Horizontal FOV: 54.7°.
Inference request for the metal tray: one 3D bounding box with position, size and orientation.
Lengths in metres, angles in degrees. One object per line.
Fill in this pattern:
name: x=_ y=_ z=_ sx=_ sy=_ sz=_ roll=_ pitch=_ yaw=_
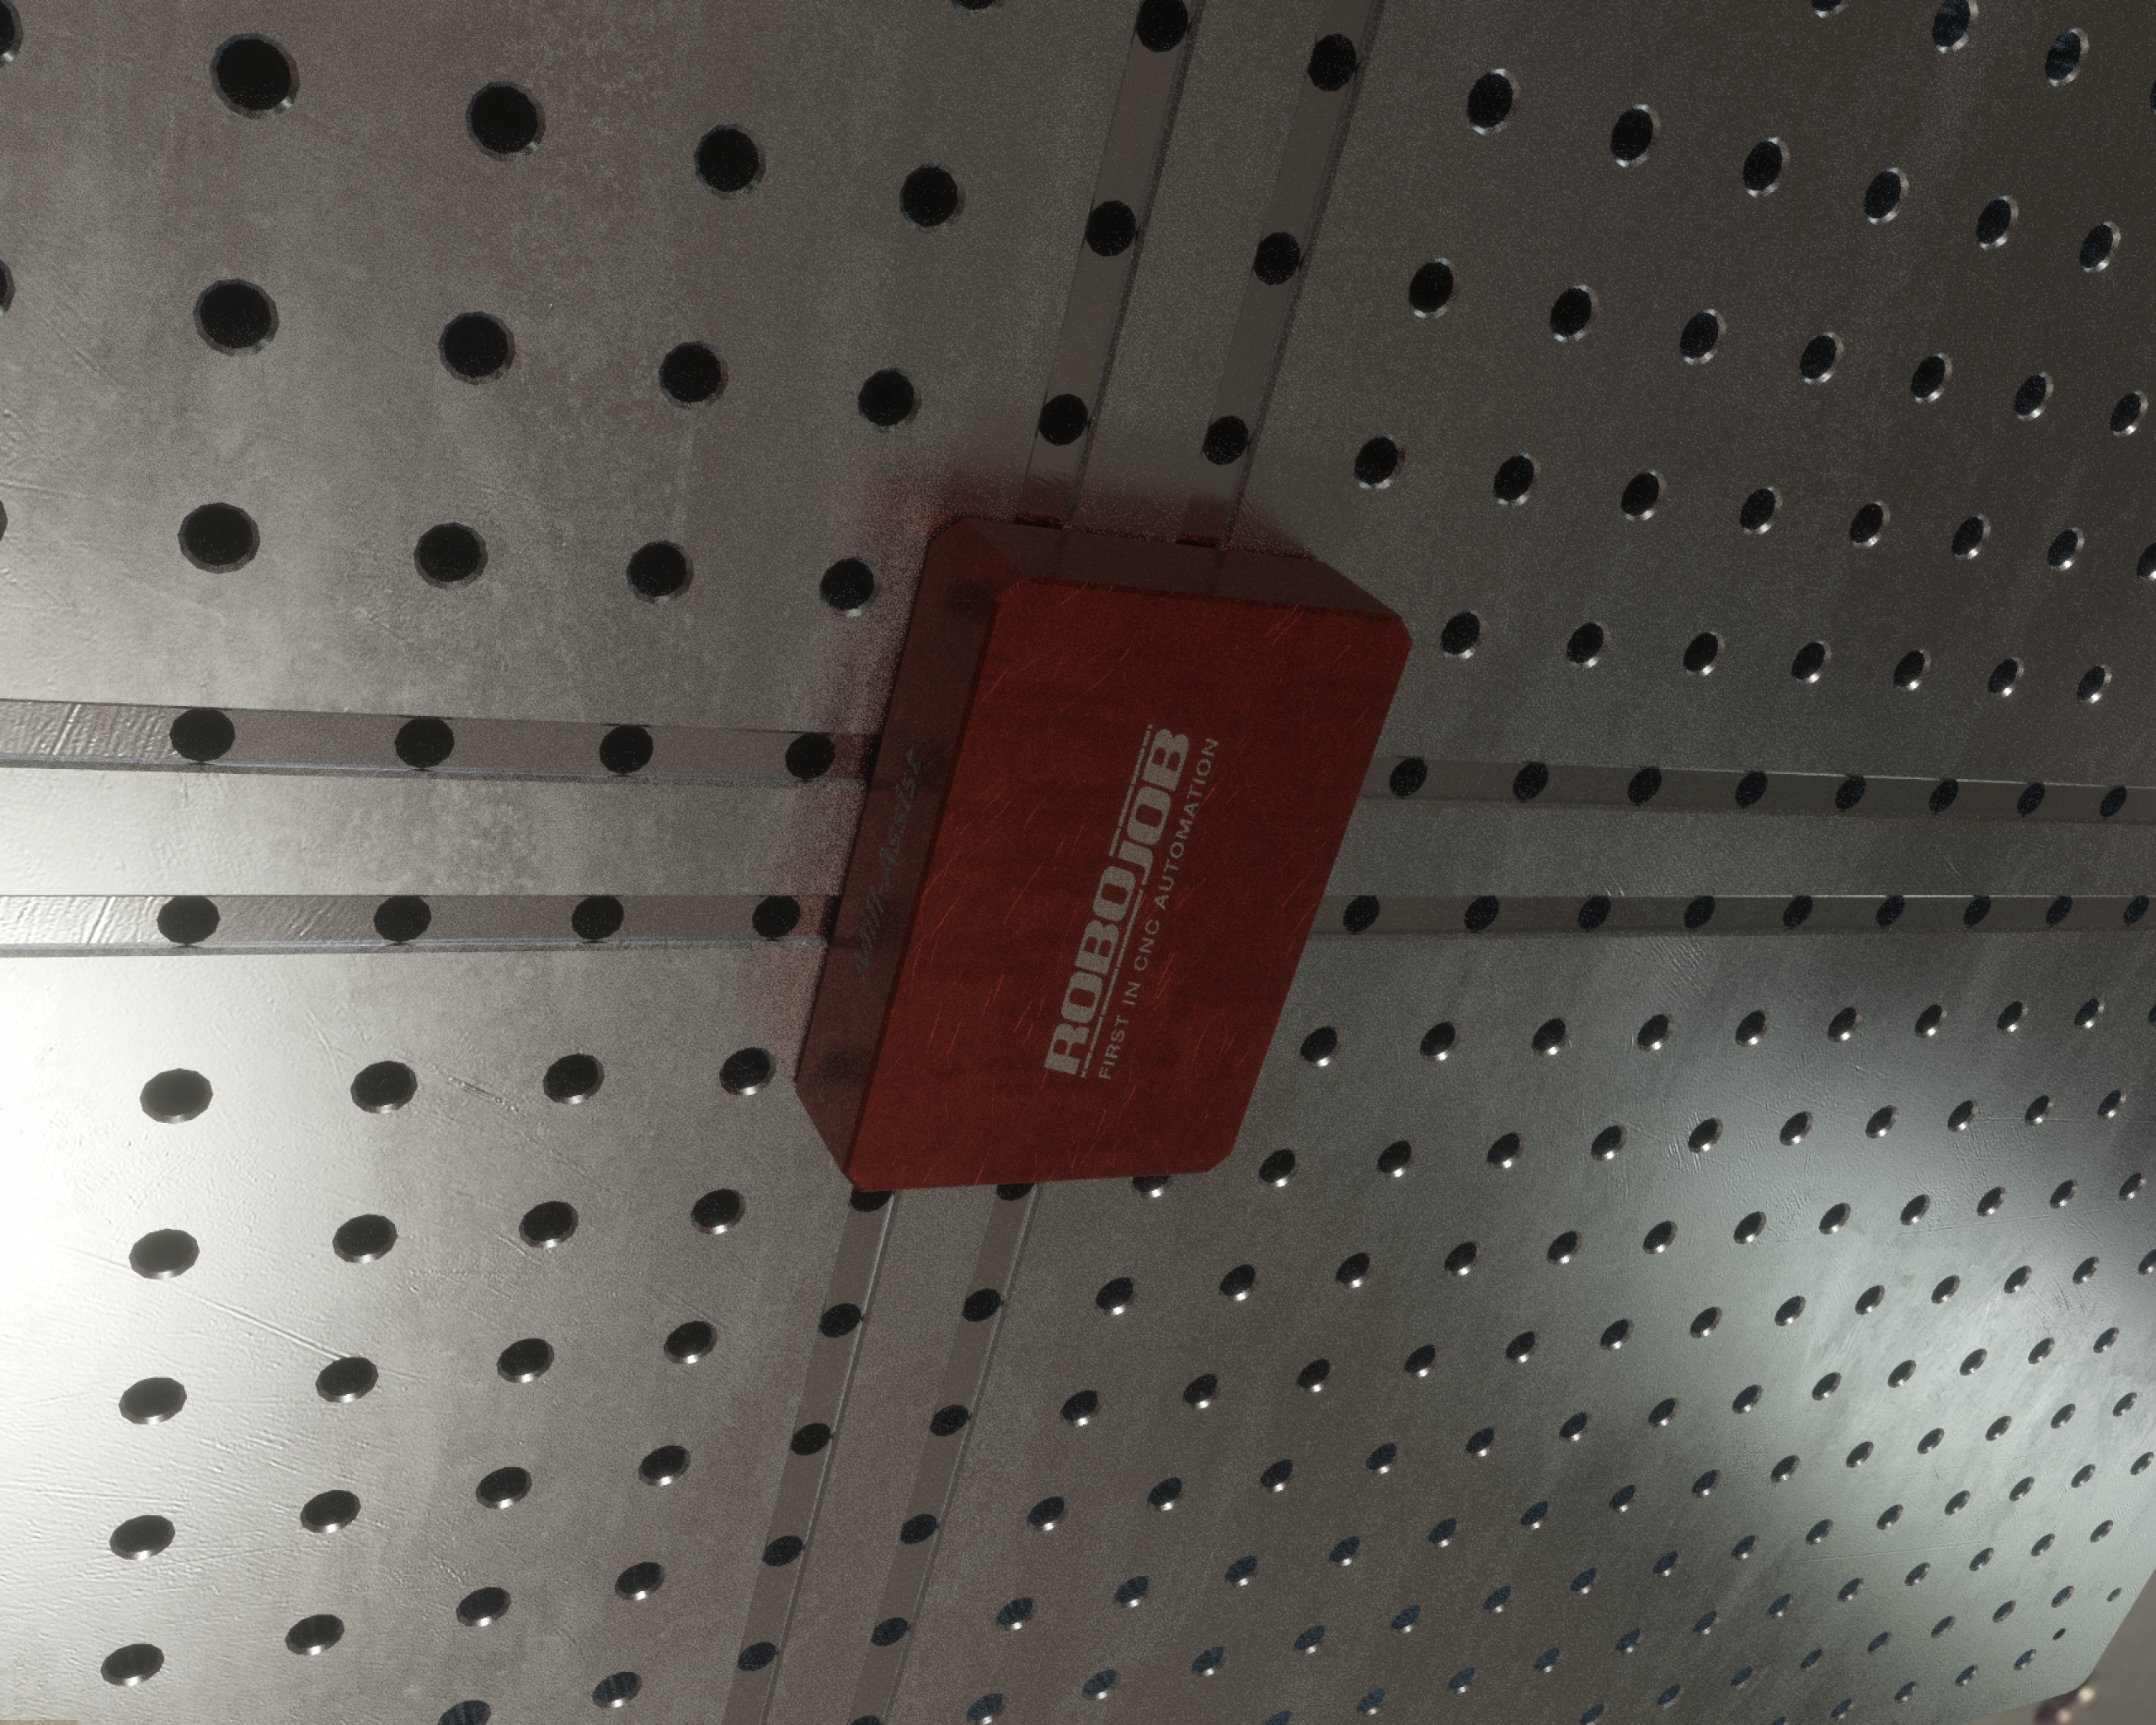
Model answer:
metal tray: x=0.003 y=0.002 z=0.412 sx=0.091 sy=0.030 sz=0.129 roll=2 pitch=118 yaw=-30
